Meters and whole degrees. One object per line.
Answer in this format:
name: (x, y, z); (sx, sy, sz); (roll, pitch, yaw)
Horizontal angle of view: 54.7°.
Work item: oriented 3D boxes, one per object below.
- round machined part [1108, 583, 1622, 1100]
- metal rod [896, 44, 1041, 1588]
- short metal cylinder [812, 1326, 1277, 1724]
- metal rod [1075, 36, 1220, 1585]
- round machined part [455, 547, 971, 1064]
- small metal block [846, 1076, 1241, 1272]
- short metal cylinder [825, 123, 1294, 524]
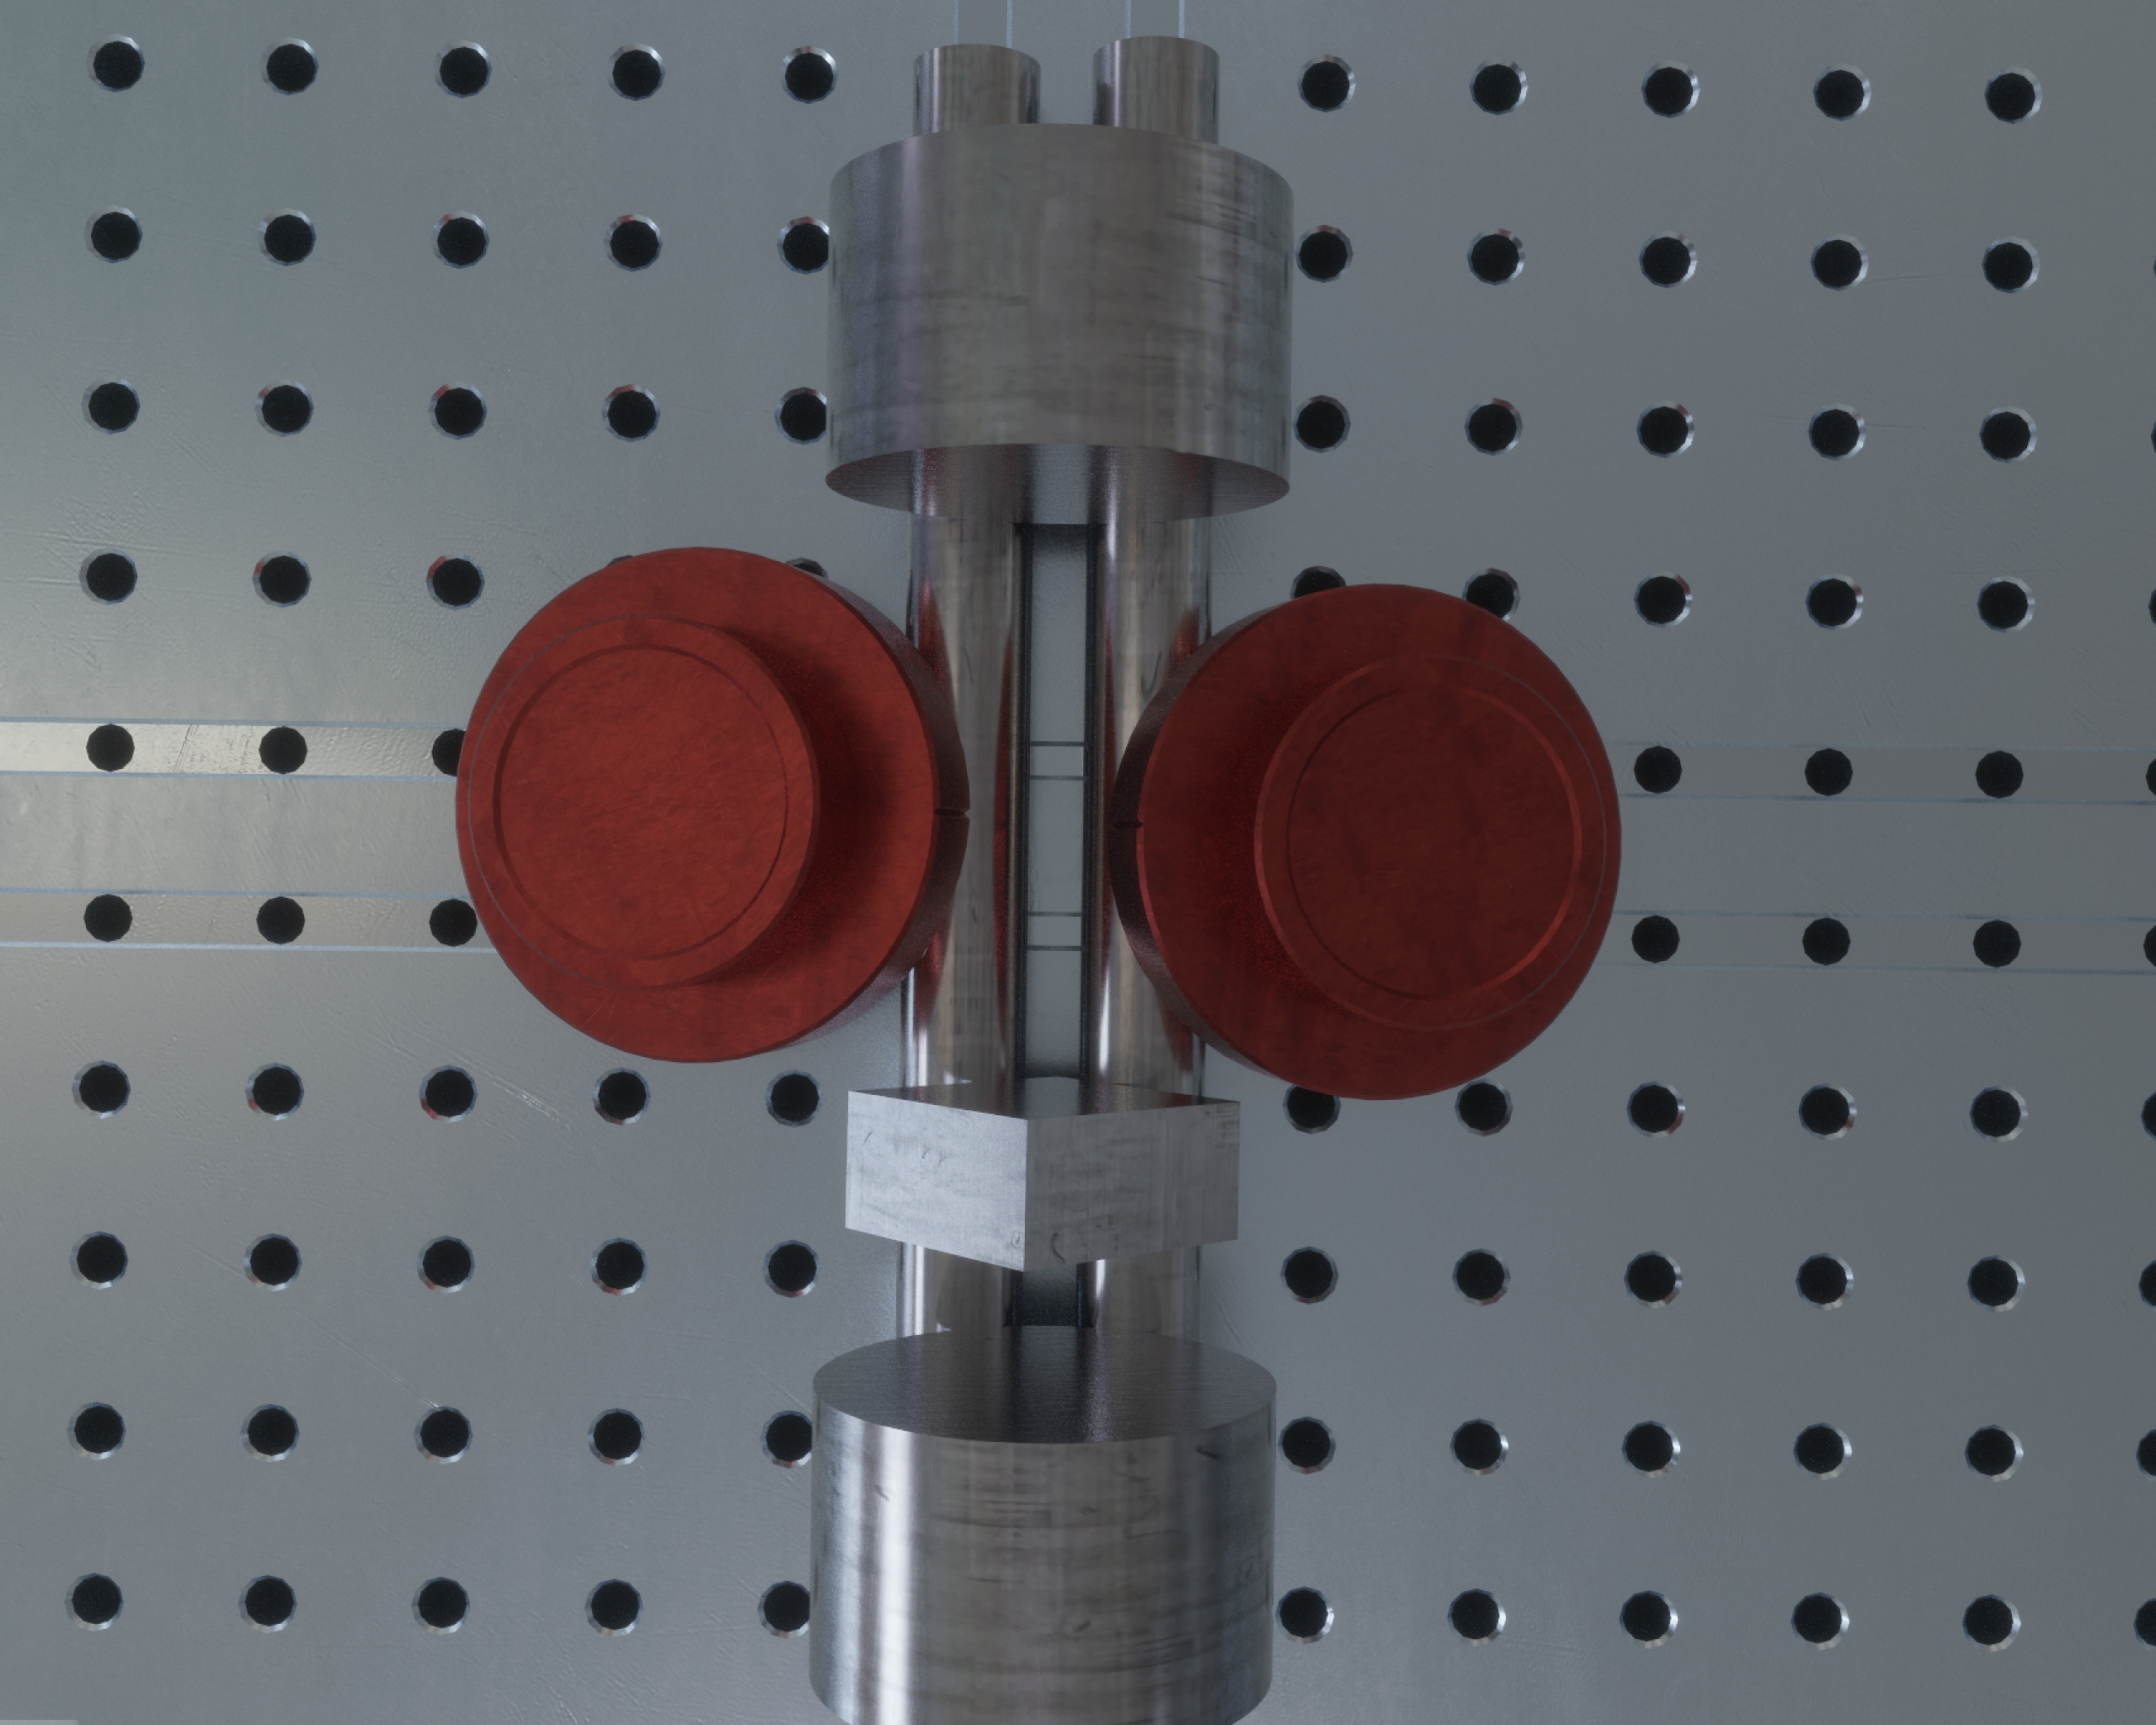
round machined part: (0.059, -0.004, 0.392); (0.099, 0.042, 0.097); (0, 90, -15)
metal rod: (-0.022, -0.008, 0.412); (0.025, 0.025, 0.298); (1, 90, 0)
short metal cylinder: (-0.006, 0.115, 0.364); (0.081, 0.080, 0.050); (1, 90, 0)
metal rod: (0.013, -0.009, 0.412); (0.025, 0.025, 0.298); (1, 90, 0)
round machined part: (-0.073, -0.011, 0.392); (0.098, 0.042, 0.097); (0, 90, 14)
small metal block: (-0.006, 0.055, 0.377); (0.050, 0.050, 0.025); (1, 90, -42)
short metal cylinder: (-0.003, -0.090, 0.363); (0.081, 0.080, 0.050); (1, 90, 0)
